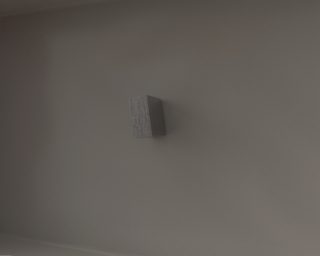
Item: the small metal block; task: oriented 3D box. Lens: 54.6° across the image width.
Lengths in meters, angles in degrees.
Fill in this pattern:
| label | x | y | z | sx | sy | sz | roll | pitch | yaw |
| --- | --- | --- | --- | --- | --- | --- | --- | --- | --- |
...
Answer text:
| label | x | y | z | sx | sy | sz | roll | pitch | yaw |
| --- | --- | --- | --- | --- | --- | --- | --- | --- | --- |
| small metal block | -0.016 | -0.013 | 0.399 | 0.025 | 0.050 | 0.050 | -9 | 86 | 20 |
